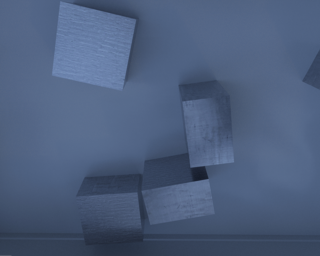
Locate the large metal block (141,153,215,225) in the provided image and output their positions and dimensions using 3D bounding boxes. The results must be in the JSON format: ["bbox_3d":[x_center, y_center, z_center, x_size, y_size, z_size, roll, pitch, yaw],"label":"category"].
[{"bbox_3d":[0.023,0.076,0.410,0.080,0.080,0.050,-11,110,4],"label":"large metal block"}]

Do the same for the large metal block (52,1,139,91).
[{"bbox_3d":[-0.073,-0.096,0.362,0.080,0.050,0.079,12,110,-5],"label":"large metal block"}]

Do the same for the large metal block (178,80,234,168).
[{"bbox_3d":[0.054,-0.008,0.379,0.050,0.080,0.079,-7,110,3],"label":"large metal block"}]

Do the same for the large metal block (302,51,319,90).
[{"bbox_3d":[0.232,-0.055,0.363,0.080,0.080,0.050,20,109,-7],"label":"large metal block"}]

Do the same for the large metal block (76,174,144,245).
[{"bbox_3d":[-0.066,0.115,0.440,0.080,0.050,0.079,-4,110,1],"label":"large metal block"}]
